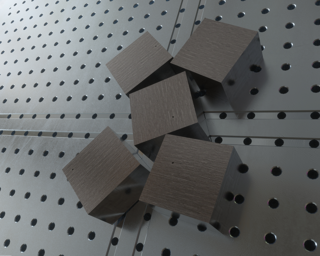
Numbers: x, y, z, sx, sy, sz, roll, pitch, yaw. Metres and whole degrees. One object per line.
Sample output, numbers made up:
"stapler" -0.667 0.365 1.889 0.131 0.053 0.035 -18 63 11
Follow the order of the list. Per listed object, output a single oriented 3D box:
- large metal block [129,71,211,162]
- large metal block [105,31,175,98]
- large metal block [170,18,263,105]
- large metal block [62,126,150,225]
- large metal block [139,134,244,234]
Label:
"large metal block" 0.011 -0.014 0.395 0.080 0.050 0.080 -20 54 16
"large metal block" -0.022 -0.083 0.455 0.080 0.050 0.080 -38 50 3
"large metal block" 0.075 -0.089 0.407 0.080 0.050 0.080 30 78 35
"large metal block" -0.063 0.058 0.388 0.080 0.050 0.080 -44 51 -3
"large metal block" 0.036 0.059 0.338 0.080 0.050 0.080 10 66 32
